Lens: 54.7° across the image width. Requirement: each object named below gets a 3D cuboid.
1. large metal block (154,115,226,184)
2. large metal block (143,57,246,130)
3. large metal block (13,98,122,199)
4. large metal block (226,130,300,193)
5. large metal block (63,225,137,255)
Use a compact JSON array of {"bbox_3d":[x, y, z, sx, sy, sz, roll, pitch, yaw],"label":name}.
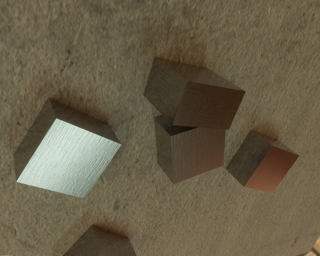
[{"bbox_3d":[0.041,0.020,0.427,0.081,0.050,0.079,-17,126,-19],"label":"large metal block"},{"bbox_3d":[0.038,-0.041,0.368,0.081,0.080,0.050,4,116,-31],"label":"large metal block"},{"bbox_3d":[-0.105,0.025,0.350,0.080,0.050,0.080,27,104,-38],"label":"large metal block"},{"bbox_3d":[0.173,0.058,0.524,0.081,0.050,0.080,17,109,-36],"label":"large metal block"},{"bbox_3d":[-0.093,0.203,0.467,0.080,0.050,0.080,-48,129,5],"label":"large metal block"}]
